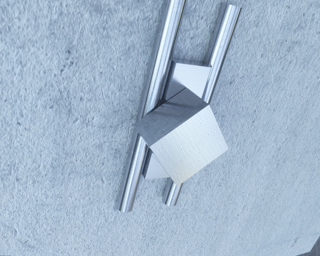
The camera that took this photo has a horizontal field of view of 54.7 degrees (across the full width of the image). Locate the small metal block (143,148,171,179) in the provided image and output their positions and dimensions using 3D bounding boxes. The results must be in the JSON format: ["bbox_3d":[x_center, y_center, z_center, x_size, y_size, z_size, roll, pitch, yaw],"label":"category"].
[{"bbox_3d":[0.002,0.043,0.436,0.050,0.025,0.050,1,118,-29],"label":"small metal block"}]

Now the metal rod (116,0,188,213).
[{"bbox_3d":[-0.016,-0.016,0.392,0.025,0.025,0.298,1,118,-29],"label":"metal rod"}]

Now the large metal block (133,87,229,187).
[{"bbox_3d":[0.027,0.012,0.381,0.080,0.050,0.080,-35,129,-5],"label":"large metal block"}]

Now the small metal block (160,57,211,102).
[{"bbox_3d":[0.030,-0.059,0.388,0.050,0.025,0.050,1,118,-29],"label":"small metal block"}]

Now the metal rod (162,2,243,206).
[{"bbox_3d":[0.051,-0.015,0.429,0.025,0.025,0.298,1,118,-29],"label":"metal rod"}]
